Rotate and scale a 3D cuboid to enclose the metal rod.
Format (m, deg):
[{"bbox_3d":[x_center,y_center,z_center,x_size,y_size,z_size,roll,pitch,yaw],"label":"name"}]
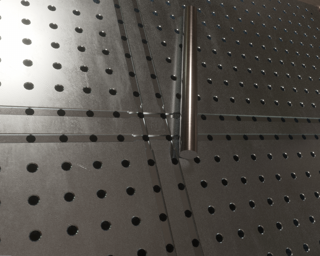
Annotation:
[{"bbox_3d":[0.047,-0.090,0.490,0.025,0.025,0.300,17,55,-19],"label":"metal rod"}]
